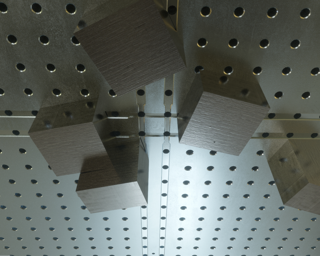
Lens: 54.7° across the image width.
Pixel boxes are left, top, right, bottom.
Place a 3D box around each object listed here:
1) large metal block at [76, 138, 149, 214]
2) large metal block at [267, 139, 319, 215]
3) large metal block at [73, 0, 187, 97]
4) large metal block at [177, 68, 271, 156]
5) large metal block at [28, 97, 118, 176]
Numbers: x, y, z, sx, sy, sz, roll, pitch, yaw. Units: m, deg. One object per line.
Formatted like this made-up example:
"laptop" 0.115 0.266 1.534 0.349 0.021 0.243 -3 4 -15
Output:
"large metal block" -0.061 0.065 0.430 0.080 0.080 0.050 -11 130 8
"large metal block" 0.212 0.071 0.440 0.081 0.080 0.050 18 128 -15
"large metal block" -0.027 -0.090 0.318 0.080 0.050 0.080 -21 128 16
"large metal block" 0.073 -0.018 0.381 0.081 0.050 0.079 13 129 -11
"large metal block" -0.108 0.013 0.405 0.080 0.050 0.080 -10 130 8
